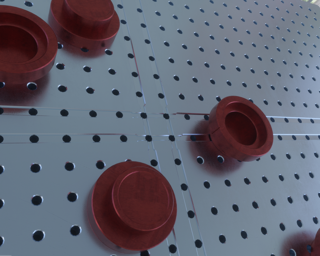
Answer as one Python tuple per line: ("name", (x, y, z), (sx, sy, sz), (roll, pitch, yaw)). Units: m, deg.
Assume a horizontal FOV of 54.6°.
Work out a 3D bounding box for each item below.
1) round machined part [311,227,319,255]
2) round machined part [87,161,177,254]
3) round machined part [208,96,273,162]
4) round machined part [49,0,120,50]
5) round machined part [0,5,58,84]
("round machined part", (0.246, 0.179, 0.419), (0.099, 0.042, 0.098), (13, 56, -21))
("round machined part", (-0.025, 0.080, 0.335), (0.099, 0.042, 0.098), (13, 56, -21))
("round machined part", (0.113, 0.005, 0.454), (0.099, 0.042, 0.098), (13, 56, -21))
("round machined part", (-0.104, -0.163, 0.440), (0.099, 0.042, 0.098), (13, 56, -21))
("round machined part", (-0.173, -0.091, 0.360), (0.099, 0.042, 0.098), (13, 56, -21))
